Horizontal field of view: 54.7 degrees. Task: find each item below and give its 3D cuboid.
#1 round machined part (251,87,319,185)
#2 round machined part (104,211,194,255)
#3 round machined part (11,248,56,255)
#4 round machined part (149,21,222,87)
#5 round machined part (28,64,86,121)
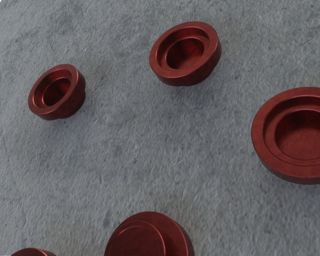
[{"bbox_3d":[0.146,0.011,0.310,0.098,0.042,0.098,-13,56,20],"label":"round machined part"},{"bbox_3d":[-0.018,0.134,0.319,0.098,0.042,0.098,-13,56,20],"label":"round machined part"},{"bbox_3d":[-0.145,0.190,0.350,0.098,0.042,0.098,-13,56,20],"label":"round machined part"},{"bbox_3d":[0.038,-0.098,0.432,0.098,0.042,0.098,-13,56,20],"label":"round machined part"},{"bbox_3d":[-0.163,-0.054,0.509,0.098,0.042,0.098,-13,56,20],"label":"round machined part"}]
